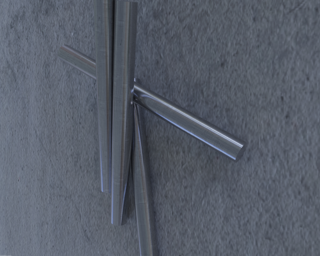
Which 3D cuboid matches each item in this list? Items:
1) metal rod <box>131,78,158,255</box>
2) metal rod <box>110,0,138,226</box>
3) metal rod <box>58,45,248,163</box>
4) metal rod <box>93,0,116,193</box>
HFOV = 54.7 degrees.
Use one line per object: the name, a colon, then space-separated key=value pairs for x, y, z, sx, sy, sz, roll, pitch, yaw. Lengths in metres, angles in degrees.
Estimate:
metal rod: x=-0.024 y=0.081 z=0.422 sx=0.025 sy=0.025 sz=0.298 roll=-10 pitch=84 yaw=39
metal rod: x=-0.048 y=-0.001 z=0.395 sx=0.025 sy=0.025 sz=0.298 roll=24 pitch=119 yaw=37
metal rod: x=-0.028 y=-0.043 z=0.398 sx=0.300 sy=0.025 sz=0.025 roll=31 pitch=110 yaw=26
metal rod: x=-0.068 y=-0.040 z=0.398 sx=0.025 sy=0.025 sz=0.298 roll=27 pitch=126 yaw=36
